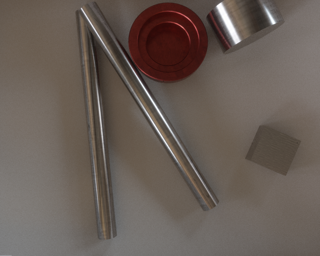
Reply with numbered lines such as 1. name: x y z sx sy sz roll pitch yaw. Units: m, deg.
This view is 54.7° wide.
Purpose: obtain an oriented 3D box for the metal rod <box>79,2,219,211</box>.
1. metal rod: -0.011 -0.023 0.399 0.025 0.025 0.299 -32 95 0

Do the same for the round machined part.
1. round machined part: 0.010 -0.107 0.403 0.099 0.042 0.097 0 90 -1

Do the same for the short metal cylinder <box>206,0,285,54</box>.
1. short metal cylinder: 0.105 -0.134 0.385 0.080 0.080 0.050 -26 90 0

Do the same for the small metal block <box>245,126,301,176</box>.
1. small metal block: 0.150 0.030 0.413 0.050 0.025 0.050 24 90 -1

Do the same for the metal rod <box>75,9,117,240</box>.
1. metal rod: -0.084 -0.005 0.410 0.025 0.025 0.298 -6 90 -1
